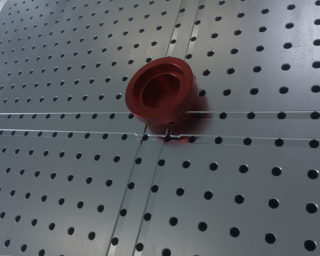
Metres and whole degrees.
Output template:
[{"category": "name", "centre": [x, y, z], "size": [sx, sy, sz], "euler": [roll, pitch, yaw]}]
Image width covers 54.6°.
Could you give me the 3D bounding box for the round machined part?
[{"category": "round machined part", "centre": [0.005, -0.046, 0.424], "size": [0.098, 0.042, 0.098], "euler": [-13, 56, 21]}]
